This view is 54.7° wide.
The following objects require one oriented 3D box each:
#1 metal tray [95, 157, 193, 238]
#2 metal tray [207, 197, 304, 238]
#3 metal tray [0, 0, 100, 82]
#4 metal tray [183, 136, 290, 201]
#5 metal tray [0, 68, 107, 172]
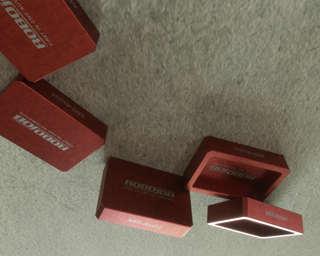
[{"bbox_3d":[-0.020,0.099,0.448,0.131,0.090,0.030,18,128,-15],"label":"metal tray"},{"bbox_3d":[0.154,0.150,0.506,0.131,0.030,0.090,22,148,-24],"label":"metal tray"},{"bbox_3d":[-0.133,-0.117,0.302,0.090,0.030,0.130,-22,127,17],"label":"metal tray"},{"bbox_3d":[0.111,0.067,0.462,0.131,0.030,0.089,15,129,-13],"label":"metal tray"},{"bbox_3d":[-0.145,-0.004,0.398,0.090,0.030,0.130,-35,123,25],"label":"metal tray"}]
